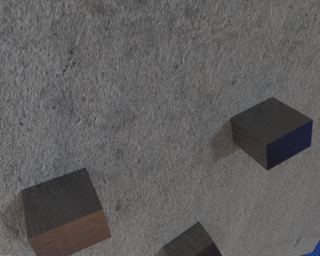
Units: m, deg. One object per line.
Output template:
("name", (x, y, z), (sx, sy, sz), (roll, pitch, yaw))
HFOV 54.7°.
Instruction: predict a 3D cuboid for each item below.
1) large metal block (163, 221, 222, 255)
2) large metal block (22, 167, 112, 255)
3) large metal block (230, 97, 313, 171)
("large metal block", (0.063, 0.232, 0.569), (0.080, 0.050, 0.080), (-33, 129, -7))
("large metal block", (-0.113, 0.103, 0.373), (0.081, 0.080, 0.050), (-19, 126, -17))
("large metal block", (0.165, 0.006, 0.465), (0.080, 0.080, 0.050), (-26, 128, -12))
